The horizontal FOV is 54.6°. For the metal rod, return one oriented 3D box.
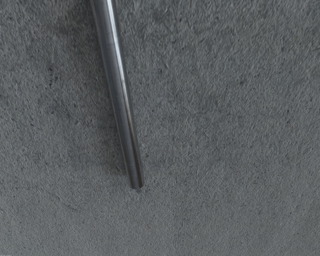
[{"bbox_3d":[-0.047,-0.029,0.381,0.025,0.025,0.298,-3,130,3],"label":"metal rod"}]
